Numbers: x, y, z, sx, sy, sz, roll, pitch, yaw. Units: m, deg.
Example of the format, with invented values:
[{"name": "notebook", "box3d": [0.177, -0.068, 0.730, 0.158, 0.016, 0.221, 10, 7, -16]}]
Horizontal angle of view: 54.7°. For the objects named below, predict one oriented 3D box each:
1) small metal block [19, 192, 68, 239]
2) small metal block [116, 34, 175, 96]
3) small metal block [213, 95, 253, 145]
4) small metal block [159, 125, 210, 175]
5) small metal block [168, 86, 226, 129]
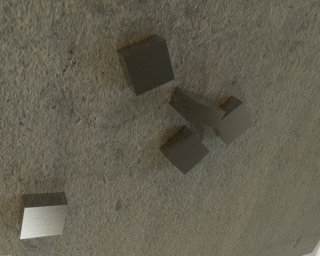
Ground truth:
[{"name": "small metal block", "box3d": [-0.149, 0.111, 0.394, 0.050, 0.025, 0.050, 4, 117, -30]}, {"name": "small metal block", "box3d": [-0.015, -0.072, 0.354, 0.050, 0.025, 0.050, -26, 128, -12]}, {"name": "small metal block", "box3d": [0.103, -0.011, 0.457, 0.050, 0.025, 0.050, -39, 129, -2]}, {"name": "small metal block", "box3d": [0.036, 0.032, 0.446, 0.050, 0.025, 0.050, -43, 130, 2]}, {"name": "small metal block", "box3d": [0.047, -0.027, 0.400, 0.050, 0.050, 0.025, 13, 112, -34]}]
